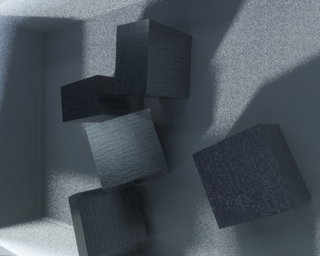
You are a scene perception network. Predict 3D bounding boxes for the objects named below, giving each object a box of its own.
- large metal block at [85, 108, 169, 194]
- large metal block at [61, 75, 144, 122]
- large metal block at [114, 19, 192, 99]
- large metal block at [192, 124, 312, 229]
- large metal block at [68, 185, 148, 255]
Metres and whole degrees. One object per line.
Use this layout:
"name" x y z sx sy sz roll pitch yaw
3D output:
"large metal block" -0.041 0.031 0.395 0.081 0.050 0.080 -17 75 -6
"large metal block" -0.080 -0.037 0.434 0.080 0.081 0.050 -8 85 39
"large metal block" -0.007 -0.077 0.375 0.050 0.081 0.079 4 93 39
"large metal block" 0.091 0.048 0.315 0.080 0.050 0.080 -30 72 36
"large metal block" -0.072 0.122 0.420 0.050 0.081 0.080 -33 68 58
